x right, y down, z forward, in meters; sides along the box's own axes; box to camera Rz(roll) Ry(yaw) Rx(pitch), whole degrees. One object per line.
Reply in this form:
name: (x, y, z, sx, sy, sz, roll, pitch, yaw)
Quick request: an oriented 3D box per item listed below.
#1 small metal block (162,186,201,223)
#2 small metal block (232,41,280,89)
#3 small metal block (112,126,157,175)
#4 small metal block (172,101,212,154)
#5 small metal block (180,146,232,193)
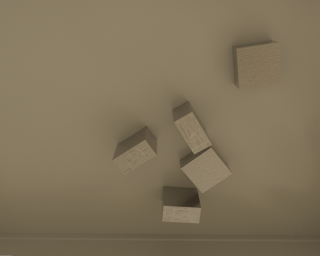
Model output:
small metal block: (0.029, 0.107, 0.438, 0.050, 0.050, 0.025, 4, 110, -2)
small metal block: (0.119, -0.078, 0.383, 0.050, 0.025, 0.050, -8, 110, 3)
small metal block: (-0.032, 0.028, 0.408, 0.050, 0.050, 0.025, -32, 107, 11)
small metal block: (0.040, -0.002, 0.397, 0.025, 0.050, 0.050, -30, 108, 10)
small metal block: (0.063, 0.054, 0.432, 0.050, 0.025, 0.050, -37, 106, 12)
